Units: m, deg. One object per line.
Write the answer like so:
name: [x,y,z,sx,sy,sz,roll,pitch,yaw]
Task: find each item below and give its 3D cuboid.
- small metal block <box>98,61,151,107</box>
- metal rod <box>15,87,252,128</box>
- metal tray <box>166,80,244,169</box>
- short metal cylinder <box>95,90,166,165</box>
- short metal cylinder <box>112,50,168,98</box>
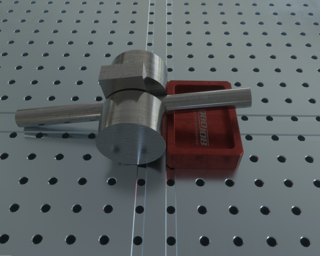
small metal block: [-0.040,-0.049,0.371,0.050,0.050,0.025,-5,50,7]
metal rod: [-0.039,-0.025,0.398,0.301,0.025,0.025,-5,50,7]
metal tray: [0.054,-0.009,0.412,0.091,0.030,0.130,1,50,1]
short metal cylinder: [-0.033,0.001,0.370,0.080,0.080,0.050,1,50,1]
short metal cylinder: [-0.030,-0.058,0.418,0.081,0.080,0.050,1,50,0]
